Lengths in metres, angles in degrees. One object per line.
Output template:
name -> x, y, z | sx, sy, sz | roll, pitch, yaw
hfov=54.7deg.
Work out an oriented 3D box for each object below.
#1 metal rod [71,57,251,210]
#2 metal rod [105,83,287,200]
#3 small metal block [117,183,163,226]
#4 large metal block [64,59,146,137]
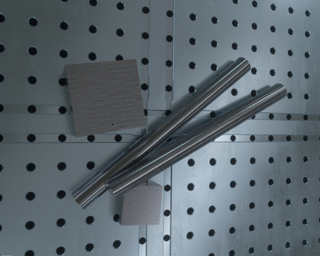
metal rod -> 0.012, -0.002, 0.416 | 0.301, 0.025, 0.025 | -39, 103, -16
metal rod -> 0.064, 0.008, 0.422 | 0.302, 0.025, 0.025 | -28, 100, -23
small metal block -> -0.026, 0.098, 0.403 | 0.050, 0.025, 0.050 | 6, 88, -20
large metal block -> -0.068, -0.035, 0.374 | 0.081, 0.050, 0.080 | -10, 93, -20
